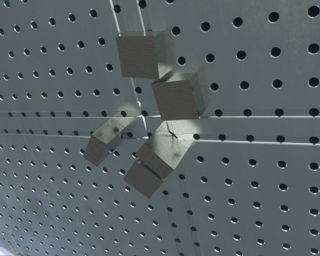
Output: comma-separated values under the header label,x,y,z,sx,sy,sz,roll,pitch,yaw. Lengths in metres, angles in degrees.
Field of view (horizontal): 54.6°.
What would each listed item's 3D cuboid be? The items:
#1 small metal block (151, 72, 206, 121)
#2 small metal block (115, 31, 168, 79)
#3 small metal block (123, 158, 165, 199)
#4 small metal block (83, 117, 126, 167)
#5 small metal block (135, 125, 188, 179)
label,x,y,z,sx,sy,sz,roll,pitch,yaw
small metal block,0.023,-0.037,0.376,0.050,0.025,0.050,-2,117,29
small metal block,-0.021,-0.087,0.369,0.050,0.025,0.050,7,122,24
small metal block,-0.021,0.072,0.467,0.050,0.025,0.050,36,129,3
small metal block,-0.081,0.020,0.451,0.025,0.050,0.050,34,129,6
small metal block,0.003,0.031,0.413,0.050,0.050,0.025,41,129,0
